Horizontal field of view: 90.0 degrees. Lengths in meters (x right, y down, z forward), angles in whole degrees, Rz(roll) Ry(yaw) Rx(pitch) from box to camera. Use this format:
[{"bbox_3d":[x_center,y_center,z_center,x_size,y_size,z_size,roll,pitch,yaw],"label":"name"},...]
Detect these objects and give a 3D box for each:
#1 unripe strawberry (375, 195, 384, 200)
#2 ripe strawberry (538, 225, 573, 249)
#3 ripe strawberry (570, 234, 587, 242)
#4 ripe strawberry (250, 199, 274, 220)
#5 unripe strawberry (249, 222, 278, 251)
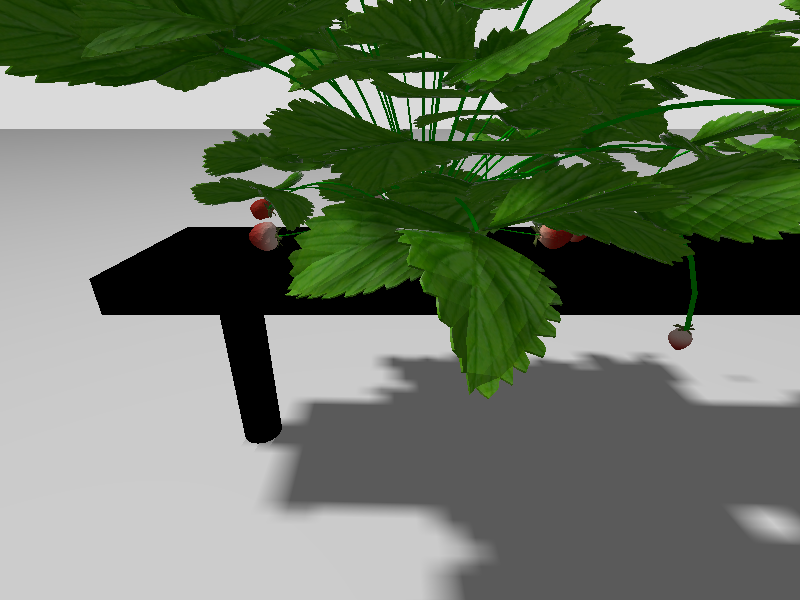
[{"bbox_3d":[-0.033,-0.118,0.481,0.027,0.029,0.030,-9,26,-20],"label":"unripe strawberry"},{"bbox_3d":[0.135,-0.057,0.350,0.028,0.024,0.028,2,25,4],"label":"ripe strawberry"},{"bbox_3d":[0.167,-0.068,0.373,0.029,0.028,0.026,-1,25,-7],"label":"ripe strawberry"},{"bbox_3d":[-0.156,-0.102,0.449,0.026,0.022,0.026,8,26,29],"label":"ripe strawberry"},{"bbox_3d":[-0.118,-0.055,0.346,0.024,0.025,0.022,-3,25,-5],"label":"unripe strawberry"}]
